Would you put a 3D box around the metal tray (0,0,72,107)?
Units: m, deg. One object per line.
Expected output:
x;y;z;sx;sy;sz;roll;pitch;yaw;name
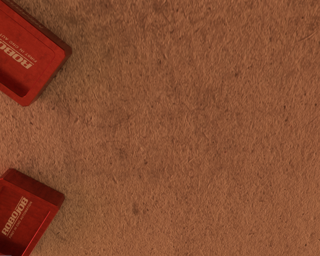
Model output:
-0.185;-0.099;0.368;0.130;0.030;0.090;39;105;-13;metal tray

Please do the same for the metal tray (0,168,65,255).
-0.211;0.133;0.454;0.090;0.030;0.129;31;107;-11;metal tray
